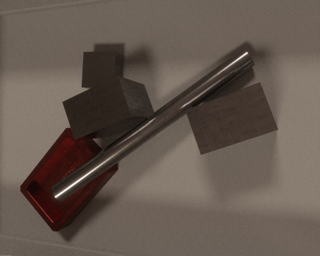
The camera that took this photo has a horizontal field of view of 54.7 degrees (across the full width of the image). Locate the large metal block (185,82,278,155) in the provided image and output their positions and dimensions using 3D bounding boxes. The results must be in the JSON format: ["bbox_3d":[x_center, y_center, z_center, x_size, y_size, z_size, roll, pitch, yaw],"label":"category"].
[{"bbox_3d":[0.084,-0.009,0.351,0.080,0.080,0.050,-21,83,18],"label":"large metal block"}]

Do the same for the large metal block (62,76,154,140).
[{"bbox_3d":[-0.062,-0.023,0.402,0.080,0.080,0.050,-22,83,18],"label":"large metal block"}]

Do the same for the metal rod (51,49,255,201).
[{"bbox_3d":[-0.015,0.001,0.393,0.300,0.025,0.025,-35,79,8],"label":"metal rod"}]

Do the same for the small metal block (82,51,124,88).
[{"bbox_3d":[-0.081,-0.080,0.438,0.050,0.025,0.050,4,91,19],"label":"small metal block"}]

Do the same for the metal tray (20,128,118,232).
[{"bbox_3d":[-0.135,0.074,0.453,0.090,0.030,0.130,44,103,14],"label":"metal tray"}]
